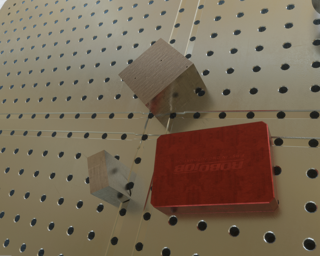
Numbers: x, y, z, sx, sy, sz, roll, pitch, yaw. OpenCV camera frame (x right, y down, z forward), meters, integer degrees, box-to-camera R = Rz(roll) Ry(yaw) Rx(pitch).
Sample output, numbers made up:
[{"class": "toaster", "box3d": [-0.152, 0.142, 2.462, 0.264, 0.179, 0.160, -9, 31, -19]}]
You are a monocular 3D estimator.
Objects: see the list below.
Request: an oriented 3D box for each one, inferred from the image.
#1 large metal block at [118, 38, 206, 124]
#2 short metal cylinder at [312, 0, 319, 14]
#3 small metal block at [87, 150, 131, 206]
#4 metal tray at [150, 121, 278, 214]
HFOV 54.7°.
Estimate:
[{"class": "large metal block", "box3d": [0.002, -0.067, 0.432, 0.080, 0.050, 0.080, -41, 51, 0]}, {"class": "short metal cylinder", "box3d": [0.222, -0.178, 0.365, 0.080, 0.080, 0.050, -4, 60, 26]}, {"class": "small metal block", "box3d": [-0.064, 0.063, 0.387, 0.025, 0.050, 0.050, -25, 53, 13]}, {"class": "metal tray", "box3d": [0.058, 0.046, 0.346, 0.130, 0.030, 0.090, -8, 58, 23]}]
